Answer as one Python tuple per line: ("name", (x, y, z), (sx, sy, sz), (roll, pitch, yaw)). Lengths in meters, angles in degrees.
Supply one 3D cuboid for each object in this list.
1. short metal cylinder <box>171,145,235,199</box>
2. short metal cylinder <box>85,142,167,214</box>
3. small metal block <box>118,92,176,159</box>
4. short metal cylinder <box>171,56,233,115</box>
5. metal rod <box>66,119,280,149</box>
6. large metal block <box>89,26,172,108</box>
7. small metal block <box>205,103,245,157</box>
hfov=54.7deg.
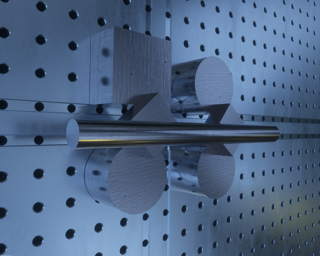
("short metal cylinder", (0.063, 0.057, 0.446), (0.081, 0.050, 0.080), (0, 90, -40))
("short metal cylinder", (-0.039, 0.054, 0.359), (0.081, 0.050, 0.080), (0, 90, -40))
("small metal block", (-0.011, -0.003, 0.335), (0.050, 0.025, 0.050), (-48, 118, -29))
("short metal cylinder", (0.060, -0.058, 0.443), (0.081, 0.050, 0.080), (0, 90, -40))
("metal rod", (0.045, 0.007, 0.348), (0.302, 0.025, 0.025), (1, 90, -40))
("large metal block", (-0.033, -0.065, 0.364), (0.081, 0.050, 0.080), (2, 89, -40))
("small metal block", (0.086, 0.003, 0.417), (0.050, 0.025, 0.050), (48, 62, -29))
